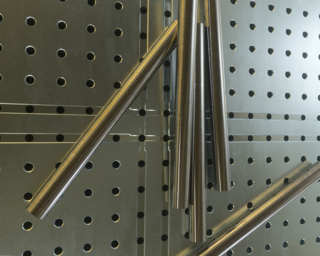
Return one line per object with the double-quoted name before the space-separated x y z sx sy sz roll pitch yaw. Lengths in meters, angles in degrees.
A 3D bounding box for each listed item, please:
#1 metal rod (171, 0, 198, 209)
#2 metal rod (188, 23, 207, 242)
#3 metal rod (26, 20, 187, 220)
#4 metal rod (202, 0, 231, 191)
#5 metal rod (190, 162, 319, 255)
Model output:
"metal rod" 0.032 -0.042 0.408 0.025 0.025 0.298 -1 97 -20
"metal rod" 0.051 0.006 0.432 0.025 0.025 0.298 -1 90 -20
"metal rod" -0.059 -0.020 0.391 0.025 0.025 0.300 40 77 -16
"metal rod" 0.080 -0.060 0.443 0.025 0.025 0.298 -4 92 -20
"metal rod" 0.143 0.137 0.467 0.302 0.025 0.025 -29 100 -18
